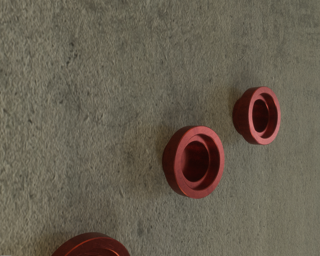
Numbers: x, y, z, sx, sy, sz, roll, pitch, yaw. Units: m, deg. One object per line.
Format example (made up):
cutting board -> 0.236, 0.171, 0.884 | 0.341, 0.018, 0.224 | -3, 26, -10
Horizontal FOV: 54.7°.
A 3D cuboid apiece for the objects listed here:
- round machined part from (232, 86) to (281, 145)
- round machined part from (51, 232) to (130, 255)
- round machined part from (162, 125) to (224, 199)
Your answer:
round machined part -> 0.161, -0.021, 0.528 | 0.099, 0.042, 0.097 | 0, 90, -40
round machined part -> -0.081, 0.159, 0.326 | 0.099, 0.042, 0.097 | 0, 90, -40
round machined part -> 0.042, 0.045, 0.428 | 0.099, 0.042, 0.097 | 0, 90, -40
